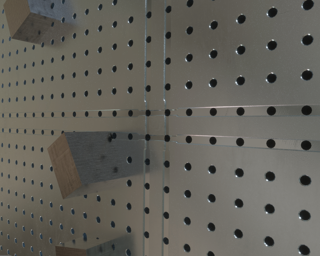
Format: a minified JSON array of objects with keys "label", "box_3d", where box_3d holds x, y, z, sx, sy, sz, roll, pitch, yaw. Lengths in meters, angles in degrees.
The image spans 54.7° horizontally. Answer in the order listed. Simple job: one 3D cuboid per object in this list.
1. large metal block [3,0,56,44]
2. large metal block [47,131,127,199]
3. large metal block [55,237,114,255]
[{"label":"large metal block","box_3d":[-0.253,-0.224,0.598,0.080,0.050,0.080,-31,71,35]},{"label":"large metal block","box_3d":[-0.108,0.052,0.460,0.050,0.081,0.080,-37,67,33]},{"label":"large metal block","box_3d":[-0.116,0.221,0.486,0.080,0.050,0.080,-13,82,39]}]
